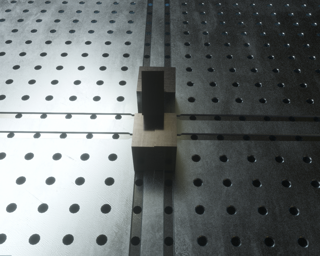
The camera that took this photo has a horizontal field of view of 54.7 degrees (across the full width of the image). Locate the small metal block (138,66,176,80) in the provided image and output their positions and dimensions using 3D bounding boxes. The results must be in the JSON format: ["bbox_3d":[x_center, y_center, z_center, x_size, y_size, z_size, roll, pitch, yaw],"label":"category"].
[{"bbox_3d":[-0.004,-0.060,0.441,0.050,0.050,0.025,2,50,1],"label":"small metal block"}]

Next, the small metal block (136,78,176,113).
[{"bbox_3d":[-0.005,-0.040,0.424,0.050,0.050,0.025,2,50,1],"label":"small metal block"}]

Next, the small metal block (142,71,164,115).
[{"bbox_3d":[-0.008,-0.043,0.373,0.025,0.050,0.050,0,8,1],"label":"small metal block"}]

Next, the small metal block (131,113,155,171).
[{"bbox_3d":[-0.019,0.017,0.376,0.025,0.050,0.050,1,50,1],"label":"small metal block"}]

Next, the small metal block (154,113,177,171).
[{"bbox_3d":[0.007,0.017,0.376,0.025,0.050,0.050,1,50,1],"label":"small metal block"}]
